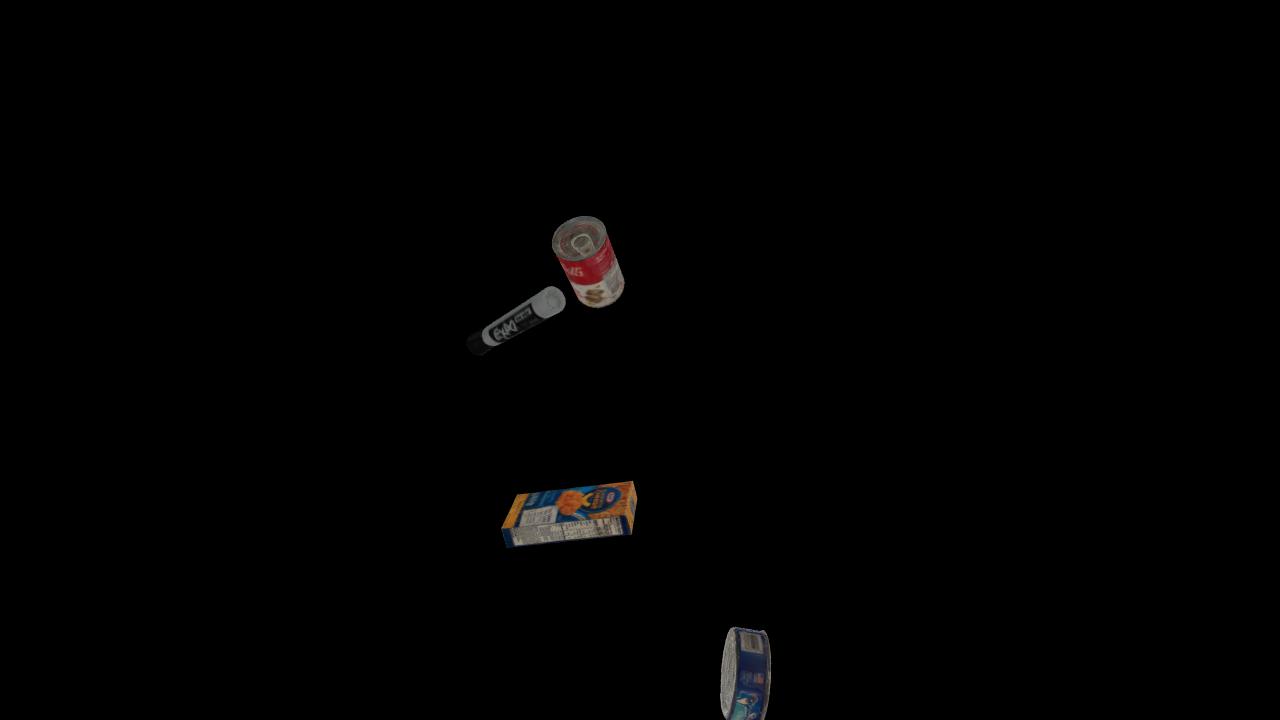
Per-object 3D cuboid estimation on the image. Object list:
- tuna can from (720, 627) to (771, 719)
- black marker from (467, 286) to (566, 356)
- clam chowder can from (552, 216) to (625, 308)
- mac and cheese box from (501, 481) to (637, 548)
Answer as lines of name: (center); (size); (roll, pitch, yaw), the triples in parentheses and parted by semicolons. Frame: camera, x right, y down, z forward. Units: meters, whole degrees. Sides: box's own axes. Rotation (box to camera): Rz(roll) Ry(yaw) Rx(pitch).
tuna can: (0.102, 0.306, 0.599); (0.034, 0.084, 0.084); (9, 0, 1)
black marker: (-0.096, -0.026, 0.458); (0.020, 0.020, 0.121); (0, -14, -42)
clam chowder can: (-0.061, -0.119, 0.765); (0.068, 0.068, 0.102); (0, -29, 14)
mac and cheese box: (-0.100, 0.224, 0.898); (0.184, 0.041, 0.093); (-9, 18, 8)
